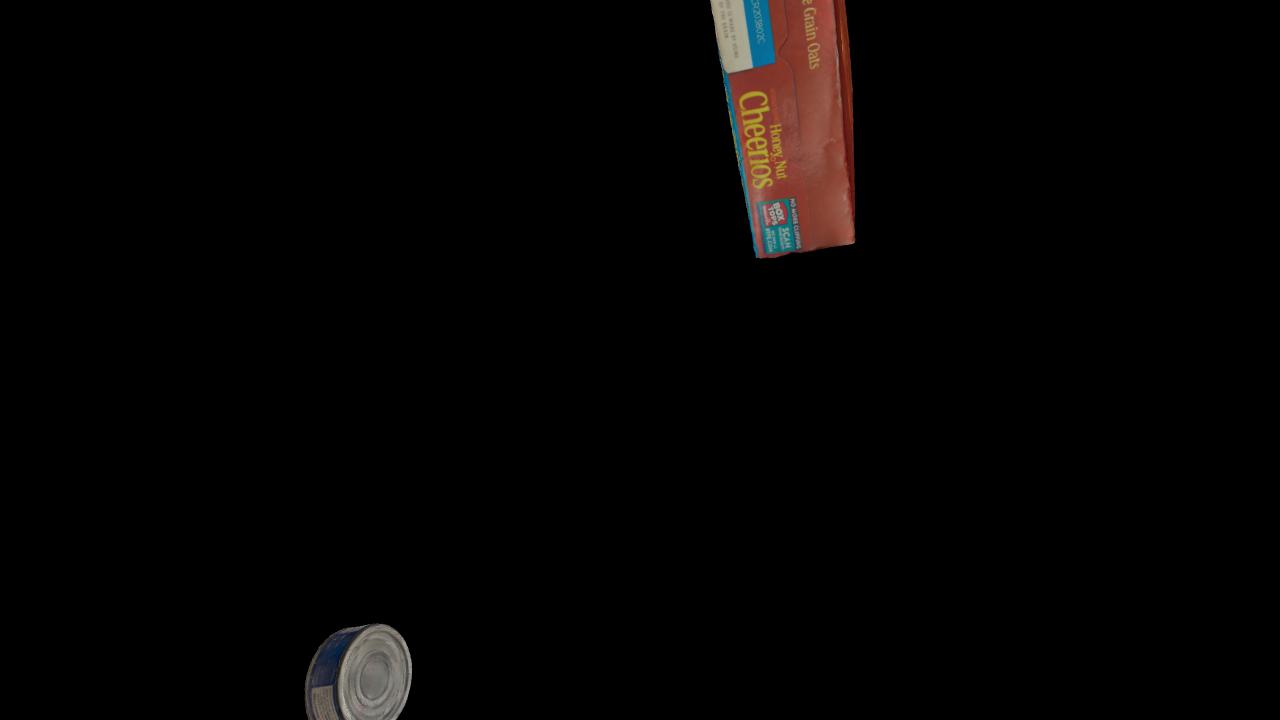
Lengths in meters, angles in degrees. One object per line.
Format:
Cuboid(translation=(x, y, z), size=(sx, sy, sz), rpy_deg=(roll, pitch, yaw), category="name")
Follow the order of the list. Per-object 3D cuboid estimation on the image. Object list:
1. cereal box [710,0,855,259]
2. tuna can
Cuboid(translation=(0.126, -0.241, 0.496), size=(0.081, 0.203, 0.306), rpy_deg=(-5, 34, 22), category="cereal box")
Cuboid(translation=(-0.226, 0.261, 0.501), size=(0.034, 0.084, 0.084), rpy_deg=(-17, -5, 17), category="tuna can")
